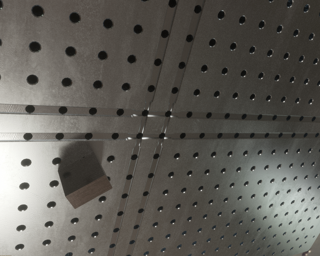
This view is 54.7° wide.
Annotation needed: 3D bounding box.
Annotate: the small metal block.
[{"bbox_3d":[-0.093,0.064,0.385,0.050,0.050,0.025,-28,128,-11],"label":"small metal block"}]
